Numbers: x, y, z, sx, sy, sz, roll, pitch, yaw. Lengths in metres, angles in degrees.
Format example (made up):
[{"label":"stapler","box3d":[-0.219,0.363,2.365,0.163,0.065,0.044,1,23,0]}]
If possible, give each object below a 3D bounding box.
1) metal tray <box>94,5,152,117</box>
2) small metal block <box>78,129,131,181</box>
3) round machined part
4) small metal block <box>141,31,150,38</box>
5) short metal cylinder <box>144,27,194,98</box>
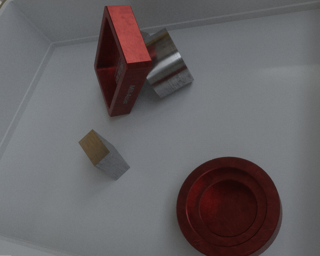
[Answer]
[{"label":"metal tray","box3d":[-0.054,-0.082,0.407,0.030,0.129,0.090,-12,71,-23]},{"label":"small metal block","box3d":[-0.072,0.035,0.404,0.025,0.050,0.050,-44,51,-2]},{"label":"round machined part","box3d":[0.069,0.081,0.308,0.098,0.042,0.098,-13,56,20]},{"label":"small metal block","box3d":[-0.030,-0.111,0.472,0.025,0.050,0.050,30,78,37]},{"label":"short metal cylinder","box3d":[0.005,-0.088,0.420,0.050,0.080,0.080,-29,52,10]}]
